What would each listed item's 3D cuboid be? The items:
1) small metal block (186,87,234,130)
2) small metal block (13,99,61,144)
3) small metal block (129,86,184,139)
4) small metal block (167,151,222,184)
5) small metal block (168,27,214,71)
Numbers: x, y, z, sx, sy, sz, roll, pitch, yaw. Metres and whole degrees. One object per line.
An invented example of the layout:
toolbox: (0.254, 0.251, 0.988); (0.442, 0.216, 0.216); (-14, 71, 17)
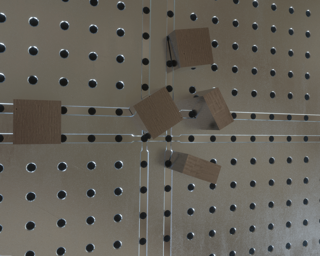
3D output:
small metal block: (0.068, -0.025, 0.424); (0.025, 0.050, 0.050); (-31, 100, -17)
small metal block: (-0.142, -0.007, 0.360); (0.050, 0.025, 0.050); (0, 90, -20)
small metal block: (-0.005, -0.020, 0.410); (0.050, 0.025, 0.050); (-34, 101, -17)
small metal block: (0.045, 0.052, 0.416); (0.050, 0.050, 0.025); (21, 83, -19)
small metal block: (0.043, -0.109, 0.428); (0.050, 0.025, 0.050); (-11, 94, -20)
